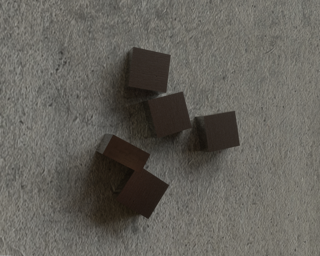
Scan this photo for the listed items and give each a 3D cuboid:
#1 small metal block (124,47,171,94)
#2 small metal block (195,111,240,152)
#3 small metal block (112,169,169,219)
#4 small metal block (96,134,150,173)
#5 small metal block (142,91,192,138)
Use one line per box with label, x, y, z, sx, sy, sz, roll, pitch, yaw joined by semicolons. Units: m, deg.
small metal block;-0.017;-0.073;0.403;0.050;0.025;0.050;7;88;-20
small metal block;0.082;0.004;0.439;0.050;0.025;0.050;-10;94;-20
small metal block;-0.025;0.081;0.400;0.050;0.025;0.050;36;78;-17
small metal block;-0.046;0.030;0.379;0.050;0.050;0.025;30;80;-18
small metal block;0.009;-0.018;0.412;0.050;0.025;0.050;-16;96;-19
